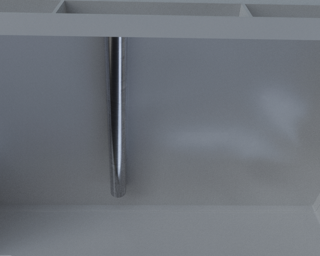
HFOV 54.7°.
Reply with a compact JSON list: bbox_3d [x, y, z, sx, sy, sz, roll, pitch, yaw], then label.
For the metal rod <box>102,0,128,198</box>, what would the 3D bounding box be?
[{"bbox_3d":[-0.055,-0.012,0.397,0.025,0.025,0.298,3,130,-3],"label":"metal rod"}]
